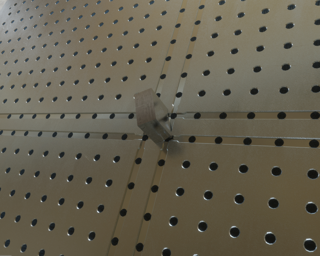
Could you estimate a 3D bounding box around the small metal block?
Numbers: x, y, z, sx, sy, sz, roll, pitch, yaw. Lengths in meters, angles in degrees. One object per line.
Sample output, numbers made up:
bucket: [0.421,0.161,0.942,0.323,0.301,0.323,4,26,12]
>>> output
small metal block: [-0.009,-0.016,0.407,0.025,0.050,0.050,-20,54,16]
